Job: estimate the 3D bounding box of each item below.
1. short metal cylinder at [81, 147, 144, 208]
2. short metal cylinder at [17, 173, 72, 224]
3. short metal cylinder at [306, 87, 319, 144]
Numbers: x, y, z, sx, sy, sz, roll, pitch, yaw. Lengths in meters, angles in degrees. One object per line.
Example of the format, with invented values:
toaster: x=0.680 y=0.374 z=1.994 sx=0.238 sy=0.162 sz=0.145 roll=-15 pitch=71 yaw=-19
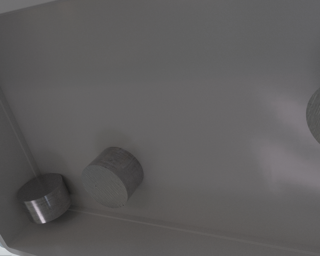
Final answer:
short metal cylinder: x=-0.073 y=0.076 z=0.478 sx=0.080 sy=0.050 sz=0.079 roll=13 pitch=124 yaw=21
short metal cylinder: x=-0.208 y=0.126 z=0.561 sx=0.080 sy=0.080 sz=0.050 roll=0 pitch=118 yaw=28
short metal cylinder: x=0.180 y=-0.016 z=0.272 sx=0.080 sy=0.050 sz=0.079 roll=31 pitch=139 yaw=32
